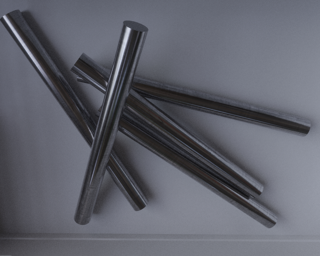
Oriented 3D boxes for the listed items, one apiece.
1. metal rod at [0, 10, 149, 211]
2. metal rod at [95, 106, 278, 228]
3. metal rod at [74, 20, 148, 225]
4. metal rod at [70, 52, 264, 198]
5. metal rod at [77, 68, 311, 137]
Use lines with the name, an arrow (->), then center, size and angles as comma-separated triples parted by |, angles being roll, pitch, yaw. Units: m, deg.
metal rod -> -0.101, -0.010, 0.406 | 0.025, 0.025, 0.299 | -28, 108, 10
metal rod -> 0.045, 0.056, 0.432 | 0.301, 0.025, 0.025 | 34, 107, -12
metal rod -> -0.069, 0.018, 0.379 | 0.025, 0.025, 0.298 | 17, 123, -7
metal rod -> 0.022, 0.007, 0.397 | 0.301, 0.025, 0.025 | 35, 106, -19
metal rod -> 0.047, -0.035, 0.398 | 0.302, 0.025, 0.025 | 13, 110, -5
